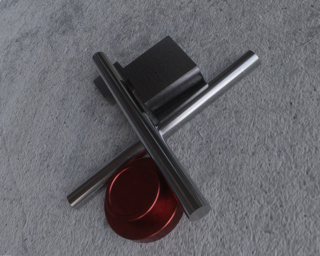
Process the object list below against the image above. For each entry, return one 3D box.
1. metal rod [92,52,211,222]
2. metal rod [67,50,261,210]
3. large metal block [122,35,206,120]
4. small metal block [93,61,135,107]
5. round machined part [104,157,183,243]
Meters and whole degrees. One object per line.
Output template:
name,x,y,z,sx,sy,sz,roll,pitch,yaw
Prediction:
metal rod,-0.028,-0.013,0.394,0.025,0.025,0.300,-37,51,3
metal rod,0.004,0.003,0.402,0.300,0.025,0.025,-39,51,1
large metal block,0.007,-0.068,0.428,0.080,0.050,0.080,-36,51,4
small metal block,-0.070,-0.069,0.484,0.050,0.025,0.050,-40,51,0
round machined part,-0.023,0.078,0.357,0.098,0.042,0.098,-13,56,20
